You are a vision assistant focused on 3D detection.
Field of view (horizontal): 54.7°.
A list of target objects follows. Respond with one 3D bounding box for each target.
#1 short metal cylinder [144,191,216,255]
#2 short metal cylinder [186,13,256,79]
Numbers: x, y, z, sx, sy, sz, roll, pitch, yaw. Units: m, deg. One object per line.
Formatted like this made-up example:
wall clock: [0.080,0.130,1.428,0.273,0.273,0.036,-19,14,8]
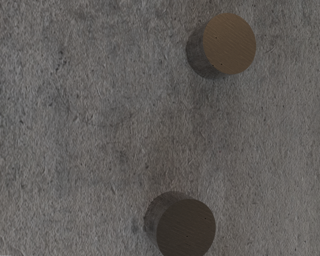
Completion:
short metal cylinder: [0.025,0.127,0.405,0.081,0.050,0.080,0,90,-20]
short metal cylinder: [0.083,-0.110,0.426,0.081,0.050,0.080,0,90,-20]
